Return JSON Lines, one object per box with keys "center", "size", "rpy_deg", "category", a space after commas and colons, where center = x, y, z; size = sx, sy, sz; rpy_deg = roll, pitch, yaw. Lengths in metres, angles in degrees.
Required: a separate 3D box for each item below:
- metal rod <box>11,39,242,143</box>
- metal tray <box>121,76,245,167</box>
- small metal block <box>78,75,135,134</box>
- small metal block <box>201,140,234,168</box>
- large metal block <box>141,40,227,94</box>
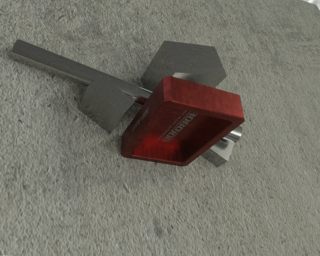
{"center": [-0.033, -0.043, 0.397], "size": [0.302, 0.025, 0.025], "rpy_deg": [20, 54, -10], "category": "metal rod"}
{"center": [0.019, 0.001, 0.350], "size": [0.091, 0.129, 0.030], "rpy_deg": [12, 57, -22], "category": "metal tray"}
{"center": [-0.065, -0.027, 0.371], "size": [0.050, 0.050, 0.025], "rpy_deg": [38, 51, -3], "category": "small metal block"}
{"center": [0.075, 0.019, 0.437], "size": [0.050, 0.025, 0.050], "rpy_deg": [36, 51, -5], "category": "small metal block"}
{"center": [0.030, -0.071, 0.430], "size": [0.081, 0.080, 0.050], "rpy_deg": [-2, 63, -30], "category": "large metal block"}
